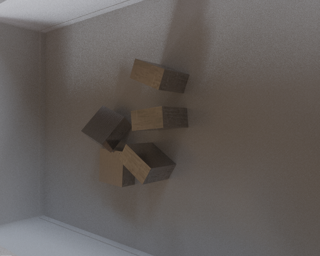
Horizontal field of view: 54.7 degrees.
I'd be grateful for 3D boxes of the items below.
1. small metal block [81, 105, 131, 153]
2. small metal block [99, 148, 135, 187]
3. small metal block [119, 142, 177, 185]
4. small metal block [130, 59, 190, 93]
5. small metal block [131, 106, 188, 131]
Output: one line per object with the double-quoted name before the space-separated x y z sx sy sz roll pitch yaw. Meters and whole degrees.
"small metal block" -0.078 0.001 0.454 0.050 0.025 0.050 27 73 36
"small metal block" -0.063 0.056 0.457 0.050 0.025 0.050 5 93 39
"small metal block" -0.016 0.044 0.402 0.050 0.050 0.025 40 115 32
"small metal block" 0.000 -0.065 0.389 0.050 0.050 0.025 27 107 36
"small metal block" 0.000 -0.011 0.389 0.050 0.050 0.025 -6 87 39
